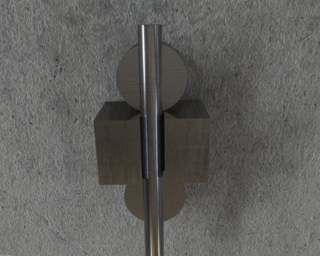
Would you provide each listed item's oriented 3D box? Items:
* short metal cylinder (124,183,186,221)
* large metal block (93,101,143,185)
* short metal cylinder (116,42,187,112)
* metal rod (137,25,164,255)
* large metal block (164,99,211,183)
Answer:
[{"bbox_3d":[-0.007,0.082,0.428,0.081,0.050,0.079,0,110,0],"label":"short metal cylinder"},{"bbox_3d":[-0.047,0.015,0.387,0.050,0.080,0.079,-1,110,0],"label":"large metal block"},{"bbox_3d":[-0.009,-0.064,0.374,0.081,0.050,0.079,0,110,0],"label":"short metal cylinder"},{"bbox_3d":[-0.009,0.034,0.369,0.025,0.025,0.298,-1,110,0],"label":"metal rod"},{"bbox_3d":[0.030,0.013,0.387,0.050,0.080,0.079,-1,110,0],"label":"large metal block"}]
